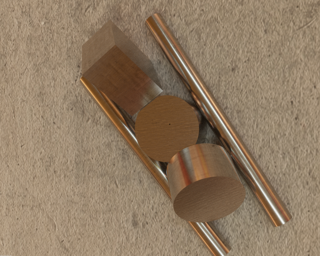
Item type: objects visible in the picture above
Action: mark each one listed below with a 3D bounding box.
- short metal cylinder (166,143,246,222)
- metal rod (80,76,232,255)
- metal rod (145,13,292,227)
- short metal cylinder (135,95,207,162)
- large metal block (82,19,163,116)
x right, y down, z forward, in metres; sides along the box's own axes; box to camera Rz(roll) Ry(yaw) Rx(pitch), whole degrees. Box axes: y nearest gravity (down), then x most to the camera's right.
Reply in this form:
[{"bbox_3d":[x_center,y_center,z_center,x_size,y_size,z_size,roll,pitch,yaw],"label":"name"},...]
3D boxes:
[{"bbox_3d":[0.051,0.064,0.356,0.080,0.080,0.050,-33,37,17],"label":"short metal cylinder"},{"bbox_3d":[-0.013,0.041,0.414,0.025,0.025,0.300,-42,77,15],"label":"metal rod"},{"bbox_3d":[0.066,-0.018,0.386,0.025,0.025,0.299,-34,79,17],"label":"metal rod"},{"bbox_3d":[0.016,0.001,0.391,0.080,0.050,0.080,0,90,20],"label":"short metal cylinder"},{"bbox_3d":[-0.048,-0.075,0.381,0.050,0.080,0.080,-38,36,16],"label":"large metal block"}]
